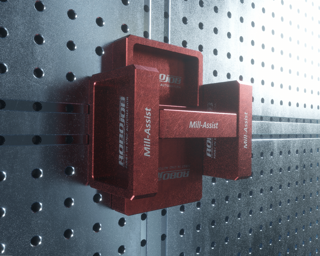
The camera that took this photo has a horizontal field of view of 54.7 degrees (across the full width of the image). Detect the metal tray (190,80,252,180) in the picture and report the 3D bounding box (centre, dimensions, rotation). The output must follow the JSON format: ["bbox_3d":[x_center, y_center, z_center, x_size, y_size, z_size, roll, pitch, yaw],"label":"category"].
[{"bbox_3d":[0.083,0.003,0.438,0.030,0.090,0.129,1,89,-40],"label":"metal tray"}]

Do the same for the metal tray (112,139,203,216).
[{"bbox_3d":[0.001,0.057,0.407,0.131,0.030,0.089,1,90,-40],"label":"metal tray"}]

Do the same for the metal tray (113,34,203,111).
[{"bbox_3d":[0.002,-0.064,0.409,0.131,0.030,0.089,1,90,-40],"label":"metal tray"}]

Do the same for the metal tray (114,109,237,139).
[{"bbox_3d":[0.021,-0.004,0.384,0.131,0.090,0.030,1,90,-40],"label":"metal tray"}]

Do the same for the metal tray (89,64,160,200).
[{"bbox_3d":[-0.041,0.004,0.333,0.030,0.090,0.129,1,89,-40],"label":"metal tray"}]
